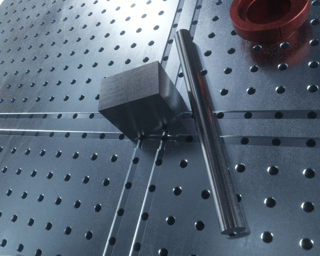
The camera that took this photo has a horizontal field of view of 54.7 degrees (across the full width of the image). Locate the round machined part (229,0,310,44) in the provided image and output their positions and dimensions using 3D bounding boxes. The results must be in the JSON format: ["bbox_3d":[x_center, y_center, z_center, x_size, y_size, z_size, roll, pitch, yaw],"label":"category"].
[{"bbox_3d":[0.146,-0.151,0.413,0.098,0.042,0.098,-13,56,20],"label":"round machined part"}]

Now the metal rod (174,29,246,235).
[{"bbox_3d":[0.053,-0.020,0.391,0.025,0.025,0.299,-20,54,16],"label":"metal rod"}]

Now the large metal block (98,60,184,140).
[{"bbox_3d":[-0.022,-0.032,0.403,0.080,0.080,0.050,-14,56,20],"label":"large metal block"}]
